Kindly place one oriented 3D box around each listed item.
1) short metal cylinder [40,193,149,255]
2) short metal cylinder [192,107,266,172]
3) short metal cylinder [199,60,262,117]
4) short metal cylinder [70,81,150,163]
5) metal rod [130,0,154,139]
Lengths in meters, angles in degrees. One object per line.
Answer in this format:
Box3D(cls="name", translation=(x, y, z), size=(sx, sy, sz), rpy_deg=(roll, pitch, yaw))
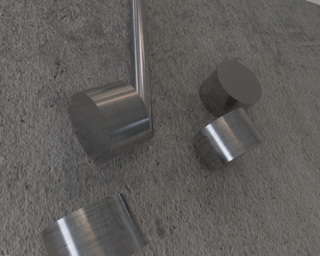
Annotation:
Box3D(cls="short metal cylinder", translation=(-0.057, 0.100, 0.277), size=(0.081, 0.080, 0.050), rpy_deg=(-17, 71, -35))
Box3D(cls="short metal cylinder", translation=(0.089, 0.016, 0.407), size=(0.081, 0.080, 0.050), rpy_deg=(-21, 73, -36))
Box3D(cls="short metal cylinder", translation=(0.109, -0.058, 0.482), size=(0.081, 0.050, 0.080), rpy_deg=(14, 56, -21))
Box3D(cls="short metal cylinder", translation=(-0.057, -0.008, 0.343), size=(0.050, 0.080, 0.080), rpy_deg=(-24, 75, -36))
Box3D(cls="metal rod", translation=(-0.031, -0.121, 0.460), size=(0.025, 0.025, 0.299), rpy_deg=(9, 58, -23))
